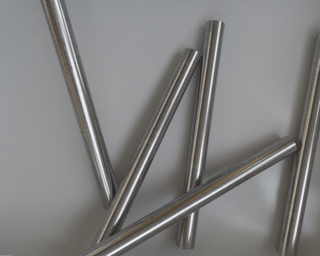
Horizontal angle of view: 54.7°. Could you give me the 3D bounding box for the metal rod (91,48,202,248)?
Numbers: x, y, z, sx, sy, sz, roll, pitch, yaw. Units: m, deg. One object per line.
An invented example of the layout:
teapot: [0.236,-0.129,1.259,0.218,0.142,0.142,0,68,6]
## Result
metal rod: [-0.019,0.035,0.397,0.025,0.025,0.299,25,84,-1]

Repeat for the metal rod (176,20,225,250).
metal rod: [0.054,0.009,0.412,0.025,0.025,0.298,8,90,-1]

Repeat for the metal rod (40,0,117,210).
metal rod: [-0.094,-0.037,0.367,0.025,0.025,0.298,-13,107,0]

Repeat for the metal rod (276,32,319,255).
metal rod: [0.196,0.022,0.414,0.025,0.025,0.298,11,90,-1]

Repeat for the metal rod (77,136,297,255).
metal rod: [0.043,0.089,0.384,0.302,0.025,0.025,-27,90,-12]
